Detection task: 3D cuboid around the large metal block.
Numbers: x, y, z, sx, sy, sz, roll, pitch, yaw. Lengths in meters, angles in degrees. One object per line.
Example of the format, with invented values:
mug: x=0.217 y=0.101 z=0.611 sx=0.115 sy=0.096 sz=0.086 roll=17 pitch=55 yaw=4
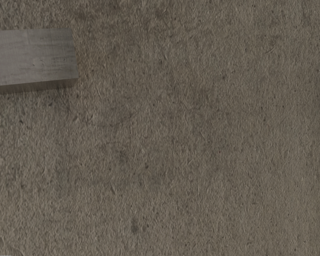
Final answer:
large metal block: x=-0.135 y=-0.068 z=0.330 sx=0.081 sy=0.080 sz=0.050 roll=-10 pitch=94 yaw=-20
